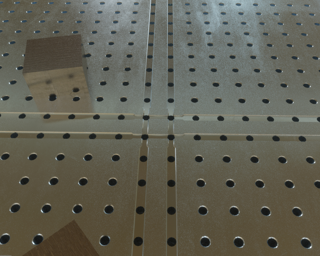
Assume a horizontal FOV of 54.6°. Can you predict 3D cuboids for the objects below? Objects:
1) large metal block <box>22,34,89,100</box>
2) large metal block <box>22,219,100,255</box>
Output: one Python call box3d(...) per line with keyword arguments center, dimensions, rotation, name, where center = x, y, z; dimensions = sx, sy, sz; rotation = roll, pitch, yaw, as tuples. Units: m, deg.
box3d(center=(-0.155, -0.094, 0.470), dimensions=(0.080, 0.050, 0.080), rotation=(-8, 51, -7), name="large metal block")
box3d(center=(-0.084, 0.144, 0.270), dimensions=(0.080, 0.050, 0.080), rotation=(-33, 57, -25), name="large metal block")
